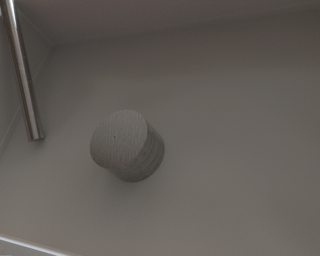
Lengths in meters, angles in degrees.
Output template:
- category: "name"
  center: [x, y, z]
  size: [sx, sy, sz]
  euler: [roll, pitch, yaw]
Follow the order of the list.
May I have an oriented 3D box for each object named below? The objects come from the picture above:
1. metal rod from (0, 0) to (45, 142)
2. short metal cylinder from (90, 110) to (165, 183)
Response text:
- category: "metal rod"
  center: [-0.236, -0.124, 0.515]
  size: [0.025, 0.025, 0.298]
  euler: [-17, 83, 18]
- category: "short metal cylinder"
  center: [-0.041, 0.023, 0.395]
  size: [0.080, 0.050, 0.080]
  euler: [-13, 56, 20]
